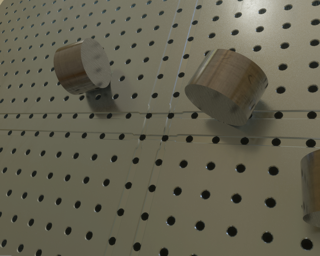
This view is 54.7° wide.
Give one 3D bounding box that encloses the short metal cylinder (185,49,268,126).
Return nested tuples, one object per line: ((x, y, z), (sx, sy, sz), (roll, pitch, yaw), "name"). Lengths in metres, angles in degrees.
((0.076, -0.046, 0.360), (0.080, 0.080, 0.050), (24, 75, 36), "short metal cylinder")

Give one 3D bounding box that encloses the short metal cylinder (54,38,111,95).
((-0.122, -0.097, 0.494), (0.050, 0.080, 0.080), (-11, 57, 22), "short metal cylinder")

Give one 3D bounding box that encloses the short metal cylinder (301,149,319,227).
((0.161, 0.053, 0.256), (0.080, 0.080, 0.050), (-4, 60, 26), "short metal cylinder")
